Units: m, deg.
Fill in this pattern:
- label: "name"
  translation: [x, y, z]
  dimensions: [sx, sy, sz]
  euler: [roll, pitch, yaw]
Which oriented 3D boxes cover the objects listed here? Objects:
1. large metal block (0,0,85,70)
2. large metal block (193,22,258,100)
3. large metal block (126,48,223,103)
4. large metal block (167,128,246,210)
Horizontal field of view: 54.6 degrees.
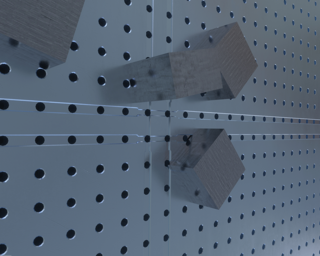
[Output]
- label: "large metal block"
  translation: [-0.124, -0.110, 0.288]
  dimensions: [0.080, 0.050, 0.080]
  euler: [22, 76, -38]
- label: "large metal block"
  translation: [0.095, -0.100, 0.471]
  dimensions: [0.080, 0.050, 0.080]
  euler: [-51, 120, -28]
- label: "large metal block"
  translation: [0.018, -0.065, 0.387]
  dimensions: [0.081, 0.080, 0.050]
  euler: [-17, 101, -39]
- label: "large metal block"
  translation: [0.070, 0.057, 0.450]
  dimensions: [0.080, 0.050, 0.080]
  euler: [-47, 118, -30]
